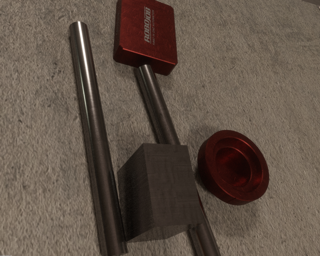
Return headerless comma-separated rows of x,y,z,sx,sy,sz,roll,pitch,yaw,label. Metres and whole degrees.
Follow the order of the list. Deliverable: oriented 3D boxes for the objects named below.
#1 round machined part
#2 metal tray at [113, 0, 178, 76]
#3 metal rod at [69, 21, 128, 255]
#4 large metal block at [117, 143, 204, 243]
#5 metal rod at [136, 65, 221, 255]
0.092,0.055,0.411,0.099,0.042,0.098,14,56,-21,round machined part
-0.022,-0.149,0.481,0.091,0.030,0.130,12,57,-22,metal tray
-0.078,-0.006,0.366,0.025,0.025,0.299,0,62,-29,metal rod
-0.005,0.070,0.325,0.050,0.080,0.080,5,60,-26,large metal block
0.023,0.048,0.388,0.025,0.025,0.299,-5,64,-31,metal rod
